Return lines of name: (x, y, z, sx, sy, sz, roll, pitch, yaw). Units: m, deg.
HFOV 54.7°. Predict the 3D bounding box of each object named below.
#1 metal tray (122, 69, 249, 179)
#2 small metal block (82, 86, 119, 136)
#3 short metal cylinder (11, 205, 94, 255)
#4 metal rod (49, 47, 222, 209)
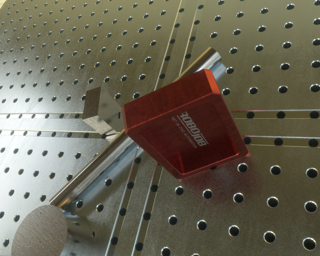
metal tray: (0.032, 0.005, 0.321, 0.090, 0.130, 0.030, -23, 54, 14)
small metal block: (-0.085, -0.024, 0.451, 0.025, 0.050, 0.050, -14, 56, 20)
short metal cylinder: (-0.129, 0.139, 0.375, 0.080, 0.050, 0.080, -13, 56, 21)
metal rod: (-0.031, 0.001, 0.423, 0.300, 0.025, 0.025, -44, 51, -3)
